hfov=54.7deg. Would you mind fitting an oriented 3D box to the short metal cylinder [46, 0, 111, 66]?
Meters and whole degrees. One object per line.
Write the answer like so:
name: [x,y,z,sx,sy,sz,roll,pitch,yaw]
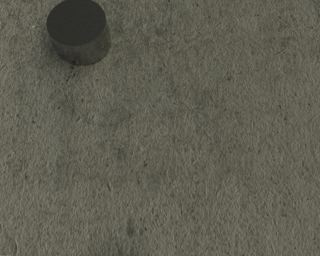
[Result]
short metal cylinder: [-0.114,-0.137,0.444,0.081,0.050,0.080,0,70,0]
